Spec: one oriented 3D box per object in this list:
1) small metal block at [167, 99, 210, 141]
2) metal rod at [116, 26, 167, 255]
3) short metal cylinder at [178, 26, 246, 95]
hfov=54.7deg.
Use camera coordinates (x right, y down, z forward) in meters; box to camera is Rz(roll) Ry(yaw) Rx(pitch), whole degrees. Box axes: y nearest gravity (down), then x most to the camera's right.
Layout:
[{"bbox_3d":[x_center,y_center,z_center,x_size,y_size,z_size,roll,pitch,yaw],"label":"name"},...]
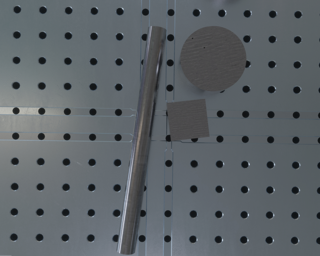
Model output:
[{"bbox_3d":[0.037,-0.011,0.414,0.050,0.025,0.050,-7,90,0],"label":"small metal block"},{"bbox_3d":[-0.024,0.016,0.413,0.025,0.025,0.298,8,90,0],"label":"metal rod"},{"bbox_3d":[0.065,-0.085,0.401,0.081,0.050,0.079,0,90,0],"label":"short metal cylinder"}]
